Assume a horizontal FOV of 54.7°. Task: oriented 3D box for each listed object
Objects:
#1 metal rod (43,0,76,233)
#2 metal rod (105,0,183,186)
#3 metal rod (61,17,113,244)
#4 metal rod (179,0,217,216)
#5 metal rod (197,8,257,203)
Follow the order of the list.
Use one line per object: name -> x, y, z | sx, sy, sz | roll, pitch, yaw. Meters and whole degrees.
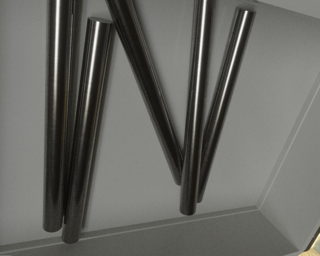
metal rod -> -0.115, -0.001, 0.345 | 0.025, 0.025, 0.298 | -3, 120, -27
metal rod -> -0.006, -0.031, 0.387 | 0.025, 0.025, 0.299 | -29, 129, -11
metal rod -> -0.093, 0.023, 0.372 | 0.025, 0.025, 0.298 | -1, 119, -29
metal rod -> 0.046, -0.011, 0.408 | 0.025, 0.025, 0.298 | -9, 117, -24
metal rod -> 0.082, -0.014, 0.446 | 0.025, 0.025, 0.298 | -5, 121, -27
